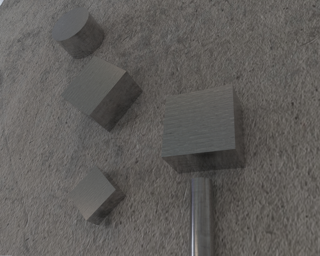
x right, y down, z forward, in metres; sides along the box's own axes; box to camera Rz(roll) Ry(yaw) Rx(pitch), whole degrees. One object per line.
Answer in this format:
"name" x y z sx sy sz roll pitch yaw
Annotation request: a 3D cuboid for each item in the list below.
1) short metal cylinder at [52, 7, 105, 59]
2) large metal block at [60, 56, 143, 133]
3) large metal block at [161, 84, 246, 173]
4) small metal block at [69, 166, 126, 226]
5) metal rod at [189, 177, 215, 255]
"short metal cylinder" -0.151 -0.176 0.575 0.080 0.050 0.080 -13 56 21
"large metal block" -0.088 -0.052 0.466 0.080 0.050 0.080 31 79 37
"large metal block" 0.051 0.003 0.359 0.080 0.050 0.080 -9 58 23
"small metal block" -0.080 0.085 0.394 0.050 0.025 0.050 -47 51 -5
"metal rod" 0.037 0.188 0.268 0.025 0.025 0.299 -10 57 23
